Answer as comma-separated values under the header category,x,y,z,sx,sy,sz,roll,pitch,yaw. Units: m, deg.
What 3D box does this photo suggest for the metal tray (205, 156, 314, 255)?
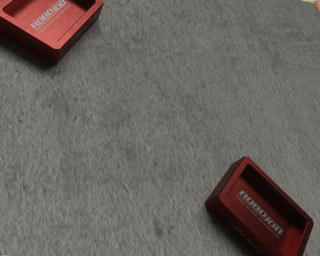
category,x,y,z,sx,sy,sz,roll,pitch,yaw
metal tray,0.133,0.112,0.405,0.130,0.030,0.090,45,51,2

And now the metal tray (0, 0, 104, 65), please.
category,x,y,z,sx,sy,sz,roll,pitch,yaw
metal tray,-0.145,-0.154,0.416,0.090,0.030,0.130,31,51,-9
